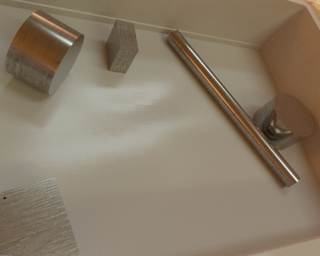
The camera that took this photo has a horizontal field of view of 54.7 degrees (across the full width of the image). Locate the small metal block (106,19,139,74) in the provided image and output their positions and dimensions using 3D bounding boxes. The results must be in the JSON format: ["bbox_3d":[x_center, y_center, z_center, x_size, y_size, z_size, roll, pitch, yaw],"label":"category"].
[{"bbox_3d":[-0.054,-0.112,0.430,0.025,0.050,0.050,4,60,-27],"label":"small metal block"}]

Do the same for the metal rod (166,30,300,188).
[{"bbox_3d":[0.111,-0.035,0.488,0.025,0.025,0.299,-30,79,-38],"label":"metal rod"}]

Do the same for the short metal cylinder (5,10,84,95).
[{"bbox_3d":[-0.129,-0.084,0.353,0.050,0.080,0.080,29,52,-10],"label":"short metal cylinder"}]

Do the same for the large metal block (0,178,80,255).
[{"bbox_3d":[-0.122,0.098,0.265,0.081,0.050,0.080,-13,68,-34],"label":"large metal block"}]

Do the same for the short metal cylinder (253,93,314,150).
[{"bbox_3d":[0.201,-0.010,0.507,0.081,0.050,0.080,14,56,-21],"label":"short metal cylinder"}]
